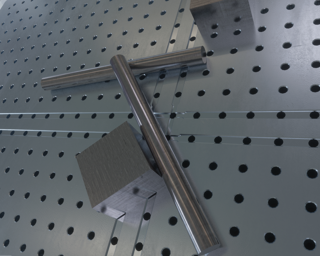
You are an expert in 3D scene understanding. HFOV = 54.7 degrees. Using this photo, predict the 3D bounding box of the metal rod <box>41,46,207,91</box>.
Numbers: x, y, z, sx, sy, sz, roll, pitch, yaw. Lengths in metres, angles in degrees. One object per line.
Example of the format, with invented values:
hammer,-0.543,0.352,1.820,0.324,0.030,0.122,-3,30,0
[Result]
metal rod,-0.073,-0.092,0.503,0.300,0.025,0.025,-5,60,25

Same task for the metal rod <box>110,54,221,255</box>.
metal rod,-0.008,0.010,0.390,0.025,0.025,0.299,-32,56,8

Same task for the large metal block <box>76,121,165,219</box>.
large metal block,-0.048,0.052,0.386,0.080,0.050,0.080,-35,51,5

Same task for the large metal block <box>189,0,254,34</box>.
large metal block,0.094,-0.196,0.463,0.080,0.050,0.080,-5,59,25
